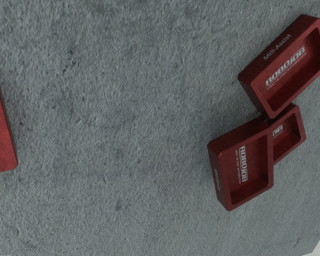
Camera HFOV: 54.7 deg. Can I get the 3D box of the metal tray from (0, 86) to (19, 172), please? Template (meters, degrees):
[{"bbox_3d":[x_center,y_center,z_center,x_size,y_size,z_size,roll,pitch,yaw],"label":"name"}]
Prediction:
[{"bbox_3d":[-0.214,0.010,0.293,0.131,0.030,0.089,-12,124,-22],"label":"metal tray"}]

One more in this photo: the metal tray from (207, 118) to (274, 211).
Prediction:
[{"bbox_3d":[0.125,0.058,0.468,0.091,0.030,0.129,-26,128,-12],"label":"metal tray"}]

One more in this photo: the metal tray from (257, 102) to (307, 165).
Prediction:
[{"bbox_3d":[0.176,0.024,0.514,0.130,0.030,0.090,-37,129,-3],"label":"metal tray"}]

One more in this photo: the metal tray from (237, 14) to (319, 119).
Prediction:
[{"bbox_3d":[0.185,-0.086,0.450,0.130,0.030,0.090,-44,129,2],"label":"metal tray"}]
